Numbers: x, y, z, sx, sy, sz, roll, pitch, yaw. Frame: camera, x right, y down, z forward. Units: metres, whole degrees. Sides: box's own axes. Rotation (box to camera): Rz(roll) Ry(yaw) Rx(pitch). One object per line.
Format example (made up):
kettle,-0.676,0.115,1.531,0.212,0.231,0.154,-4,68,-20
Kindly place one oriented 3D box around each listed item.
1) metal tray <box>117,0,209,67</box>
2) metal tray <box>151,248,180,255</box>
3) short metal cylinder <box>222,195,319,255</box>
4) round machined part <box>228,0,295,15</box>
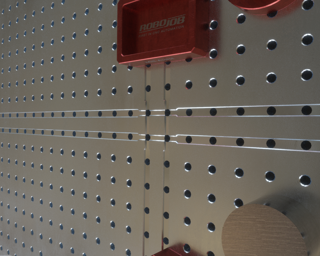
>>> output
metal tray,-0.001,-0.133,0.404,0.130,0.030,0.089,1,91,39
metal tray,0.038,0.218,0.373,0.130,0.030,0.089,17,101,38
short metal cylinder,0.108,0.110,0.303,0.080,0.050,0.079,0,90,39
round machined part,0.103,-0.170,0.313,0.098,0.042,0.097,0,90,39
